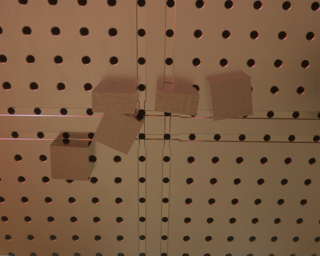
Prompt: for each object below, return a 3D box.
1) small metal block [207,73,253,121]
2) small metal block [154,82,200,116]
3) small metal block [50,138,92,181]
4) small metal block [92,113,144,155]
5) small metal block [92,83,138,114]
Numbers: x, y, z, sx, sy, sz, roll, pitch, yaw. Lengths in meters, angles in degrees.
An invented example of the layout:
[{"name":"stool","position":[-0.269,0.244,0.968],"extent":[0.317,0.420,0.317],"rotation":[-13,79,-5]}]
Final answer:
[{"name":"small metal block","position":[0.090,-0.040,0.400],"extent":[0.050,0.025,0.050],"rotation":[-9,110,3]},{"name":"small metal block","position":[0.020,-0.037,0.387],"extent":[0.050,0.050,0.025],"rotation":[7,110,-3]},{"name":"small metal block","position":[-0.121,0.044,0.428],"extent":[0.050,0.025,0.050],"rotation":[4,110,-2]},{"name":"small metal block","position":[-0.055,0.000,0.413],"extent":[0.050,0.025,0.050],"rotation":[25,108,-9]},{"name":"small metal block","position":[-0.054,-0.038,0.385],"extent":[0.050,0.050,0.025],"rotation":[2,110,-1]}]
